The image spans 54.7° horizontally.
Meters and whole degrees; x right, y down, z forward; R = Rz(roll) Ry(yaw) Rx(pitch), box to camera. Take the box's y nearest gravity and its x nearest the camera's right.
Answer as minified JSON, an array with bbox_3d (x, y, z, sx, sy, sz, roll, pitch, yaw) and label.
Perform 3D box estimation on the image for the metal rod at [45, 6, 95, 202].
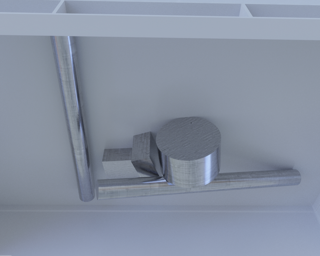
[{"bbox_3d":[-0.109,-0.004,0.403,0.025,0.025,0.298,2,130,-2],"label":"metal rod"}]

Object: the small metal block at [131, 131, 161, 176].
[{"bbox_3d":[-0.017,0.042,0.428,0.025,0.050,0.050,-15,129,12],"label":"small metal block"}]

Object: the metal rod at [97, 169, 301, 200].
[{"bbox_3d":[0.066,0.076,0.429,0.303,0.025,0.025,0,132,-19],"label":"metal rod"}]

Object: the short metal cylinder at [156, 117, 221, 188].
[{"bbox_3d":[0.038,0.030,0.399,0.080,0.080,0.050,-5,130,4],"label":"short metal cylinder"}]

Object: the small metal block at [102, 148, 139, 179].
[{"bbox_3d":[-0.054,0.056,0.456,0.050,0.025,0.050,-3,130,2],"label":"small metal block"}]
